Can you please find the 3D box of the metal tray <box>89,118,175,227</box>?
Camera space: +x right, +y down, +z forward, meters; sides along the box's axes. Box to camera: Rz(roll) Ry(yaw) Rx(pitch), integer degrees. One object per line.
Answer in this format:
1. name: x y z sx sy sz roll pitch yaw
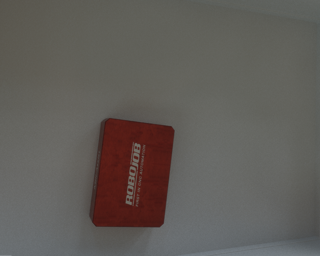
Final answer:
1. metal tray: -0.035 0.057 0.395 0.091 0.030 0.129 8 88 -20
